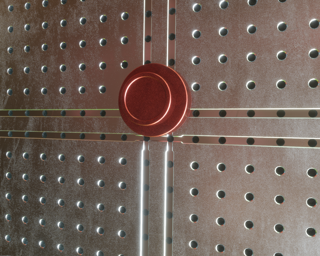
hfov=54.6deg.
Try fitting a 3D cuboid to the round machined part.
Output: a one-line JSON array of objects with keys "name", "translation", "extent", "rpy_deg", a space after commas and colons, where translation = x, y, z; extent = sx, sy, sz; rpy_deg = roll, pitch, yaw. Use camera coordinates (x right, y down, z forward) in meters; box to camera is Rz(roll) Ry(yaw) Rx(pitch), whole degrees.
[{"name": "round machined part", "translation": [-0.012, -0.037, 0.408], "extent": [0.098, 0.042, 0.097], "rpy_deg": [0, 90, 20]}]
